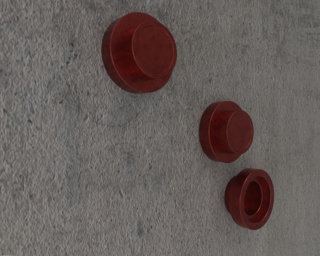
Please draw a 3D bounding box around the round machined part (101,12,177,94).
[{"bbox_3d":[-0.018,-0.092,0.378,0.099,0.042,0.097,0,90,-40],"label":"round machined part"}]

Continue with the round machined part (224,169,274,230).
[{"bbox_3d":[0.145,0.115,0.515,0.099,0.042,0.097,0,90,-40],"label":"round machined part"}]

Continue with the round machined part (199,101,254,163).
[{"bbox_3d":[0.110,0.006,0.486,0.099,0.042,0.097,0,90,-40],"label":"round machined part"}]
